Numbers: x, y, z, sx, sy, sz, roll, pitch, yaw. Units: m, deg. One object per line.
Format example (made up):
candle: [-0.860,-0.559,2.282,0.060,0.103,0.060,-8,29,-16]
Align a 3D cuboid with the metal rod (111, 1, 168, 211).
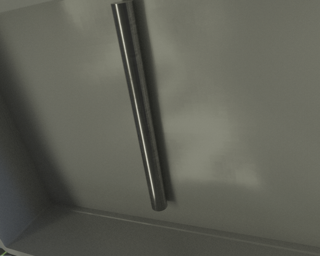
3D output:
metal rod: [-0.021,-0.009,0.412,0.025,0.025,0.298,5,121,25]
